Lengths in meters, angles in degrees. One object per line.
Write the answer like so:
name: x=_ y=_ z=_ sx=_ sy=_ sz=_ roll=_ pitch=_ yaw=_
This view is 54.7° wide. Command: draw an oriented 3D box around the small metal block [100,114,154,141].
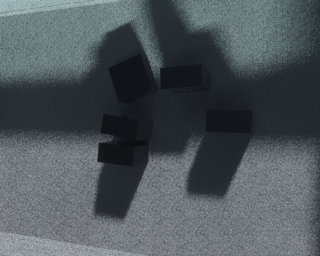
small metal block: x=-0.042 y=-0.001 z=0.411 sx=0.050 sy=0.050 sz=0.025 roll=11 pitch=94 yaw=19

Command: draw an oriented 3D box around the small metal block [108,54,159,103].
small metal block: x=-0.036 y=-0.066 z=0.422 sx=0.050 sy=0.025 sz=0.050 roll=-20 pitch=84 yaw=18

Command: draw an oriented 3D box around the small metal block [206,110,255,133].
small metal block: x=0.085 y=-0.008 z=0.367 sx=0.050 sy=0.050 sz=0.025 roll=2 pitch=91 yaw=19

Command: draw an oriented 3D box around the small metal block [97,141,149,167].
small metal block: x=-0.048 y=0.033 z=0.413 sx=0.050 sy=0.050 sz=0.025 roll=5 pitch=92 yaw=19

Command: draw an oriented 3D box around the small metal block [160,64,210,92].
small metal block: x=0.033 y=-0.060 z=0.385 sx=0.050 sy=0.050 sz=0.025 roll=-2 pitch=90 yaw=19
